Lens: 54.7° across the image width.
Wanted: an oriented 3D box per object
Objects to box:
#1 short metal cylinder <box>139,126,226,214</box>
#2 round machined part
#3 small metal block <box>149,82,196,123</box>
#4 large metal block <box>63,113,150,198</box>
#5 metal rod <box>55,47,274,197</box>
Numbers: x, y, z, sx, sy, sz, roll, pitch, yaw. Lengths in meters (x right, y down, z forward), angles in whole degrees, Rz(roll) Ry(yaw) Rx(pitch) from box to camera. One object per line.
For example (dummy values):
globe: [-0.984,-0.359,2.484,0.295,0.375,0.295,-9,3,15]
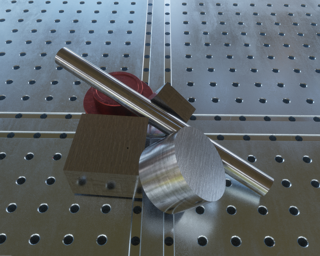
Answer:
short metal cylinder: [0.024,0.045,0.326,0.080,0.050,0.080,30,45,-35]
round machined part: [-0.057,-0.041,0.431,0.099,0.042,0.098,0,50,0]
small metal block: [0.009,-0.025,0.400,0.050,0.050,0.025,42,58,-11]
large metal block: [-0.056,0.031,0.361,0.080,0.050,0.080,4,50,3]
metal rod: [-0.002,-0.013,0.376,0.301,0.025,0.025,33,56,9]
